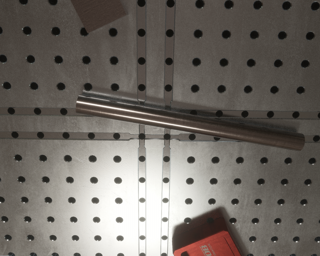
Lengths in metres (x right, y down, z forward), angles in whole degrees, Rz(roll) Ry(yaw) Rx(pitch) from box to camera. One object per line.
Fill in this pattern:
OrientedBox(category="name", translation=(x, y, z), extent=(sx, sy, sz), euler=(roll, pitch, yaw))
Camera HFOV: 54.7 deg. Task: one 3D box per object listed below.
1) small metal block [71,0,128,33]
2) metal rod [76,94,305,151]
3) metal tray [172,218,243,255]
OrientedBox(category="small metal block", translation=(-0.071, -0.145, 0.359), extent=(0.050, 0.025, 0.050), euler=(-23, 109, 8))
OrientedBox(category="metal rod", translation=(0.043, -0.006, 0.411), extent=(0.302, 0.025, 0.025), euler=(10, 110, -4))
OrientedBox(category="metal tray", translation=(0.087, 0.214, 0.491), extent=(0.090, 0.030, 0.130), euler=(-26, 108, 8))
